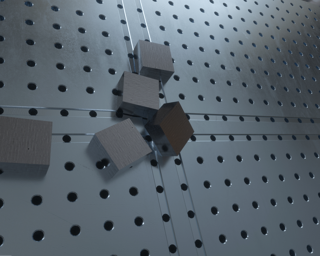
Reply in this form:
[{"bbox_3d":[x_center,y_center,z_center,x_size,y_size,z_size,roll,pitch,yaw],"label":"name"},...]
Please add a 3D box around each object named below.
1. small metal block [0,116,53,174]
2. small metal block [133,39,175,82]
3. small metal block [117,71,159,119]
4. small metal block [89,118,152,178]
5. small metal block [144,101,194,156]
[{"bbox_3d":[-0.141,0.018,0.321,0.050,0.025,0.050,7,59,-25],"label":"small metal block"},{"bbox_3d":[-0.010,-0.100,0.463,0.050,0.025,0.050,5,59,-26],"label":"small metal block"},{"bbox_3d":[-0.029,-0.044,0.419,0.050,0.025,0.050,12,57,-22],"label":"small metal block"},{"bbox_3d":[-0.046,0.023,0.369,0.050,0.025,0.050,-27,77,-37],"label":"small metal block"},{"bbox_3d":[0.014,0.001,0.400,0.050,0.025,0.050,-51,122,-39],"label":"small metal block"}]
